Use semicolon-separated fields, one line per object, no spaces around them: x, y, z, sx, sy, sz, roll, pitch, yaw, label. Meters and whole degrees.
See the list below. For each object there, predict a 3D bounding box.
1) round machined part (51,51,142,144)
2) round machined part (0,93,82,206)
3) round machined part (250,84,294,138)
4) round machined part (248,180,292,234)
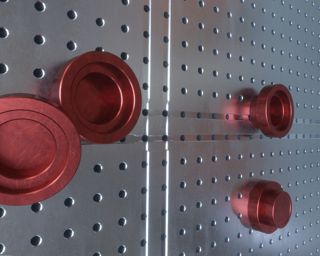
-0.071;-0.032;0.339;0.099;0.042;0.097;1;88;-42;round machined part
-0.124;0.016;0.280;0.099;0.042;0.097;-6;107;-21;round machined part
0.204;-0.031;0.573;0.099;0.042;0.097;0;90;-40;round machined part
0.210;0.149;0.579;0.099;0.042;0.097;0;90;-40;round machined part
